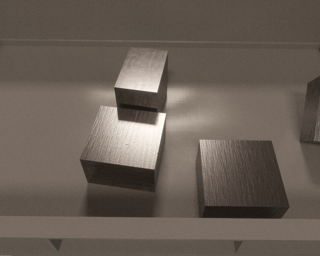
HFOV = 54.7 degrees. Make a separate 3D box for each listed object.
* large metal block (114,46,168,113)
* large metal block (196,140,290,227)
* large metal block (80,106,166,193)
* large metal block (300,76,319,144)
[{"bbox_3d":[-0.021,-0.048,0.410,0.050,0.080,0.080,8,51,6],"label":"large metal block"},{"bbox_3d":[0.084,0.060,0.340,0.081,0.050,0.080,1,50,0],"label":"large metal block"},{"bbox_3d":[-0.039,0.024,0.368,0.080,0.050,0.080,7,50,5],"label":"large metal block"},{"bbox_3d":[0.227,-0.017,0.381,0.080,0.050,0.080,9,87,7],"label":"large metal block"}]
